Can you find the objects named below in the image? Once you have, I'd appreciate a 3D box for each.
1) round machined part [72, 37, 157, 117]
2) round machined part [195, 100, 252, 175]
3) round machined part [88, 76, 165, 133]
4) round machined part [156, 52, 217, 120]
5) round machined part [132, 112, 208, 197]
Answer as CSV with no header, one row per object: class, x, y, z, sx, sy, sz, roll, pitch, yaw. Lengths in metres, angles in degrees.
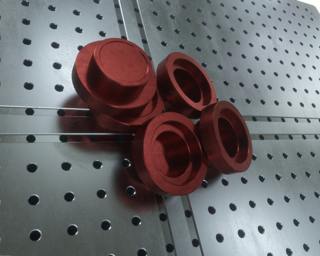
round machined part,-0.048,-0.065,0.358,0.099,0.042,0.098,14,56,-21
round machined part,0.082,0.015,0.419,0.098,0.042,0.098,24,56,-42
round machined part,-0.047,-0.036,0.394,0.099,0.042,0.098,14,56,-21
round machined part,0.032,-0.055,0.438,0.098,0.042,0.098,27,47,-32
round machined part,0.008,0.033,0.372,0.099,0.042,0.098,13,68,-35
